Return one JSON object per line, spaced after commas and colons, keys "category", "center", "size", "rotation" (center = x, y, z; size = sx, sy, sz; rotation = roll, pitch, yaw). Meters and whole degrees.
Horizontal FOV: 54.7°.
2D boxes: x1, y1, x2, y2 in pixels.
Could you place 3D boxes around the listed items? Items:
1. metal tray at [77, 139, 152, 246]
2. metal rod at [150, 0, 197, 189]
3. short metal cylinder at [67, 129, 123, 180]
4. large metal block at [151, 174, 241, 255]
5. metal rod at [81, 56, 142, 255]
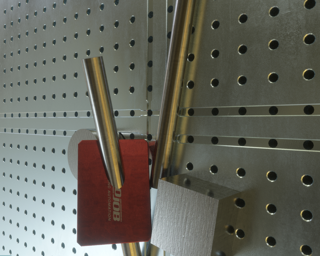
{"category": "metal tray", "center": [-0.060, 0.081, 0.404], "size": [0.030, 0.091, 0.129], "rotation": [123, 145, -73]}
{"category": "metal rod", "center": [0.019, -0.069, 0.393], "size": [0.025, 0.025, 0.298], "rotation": [14, 99, 39]}
{"category": "short metal cylinder", "center": [-0.096, 0.041, 0.473], "size": [0.080, 0.050, 0.079], "rotation": [0, 90, 40]}
{"category": "large metal block", "center": [0.040, 0.105, 0.360], "size": [0.080, 0.050, 0.079], "rotation": [12, 98, 39]}
{"category": "metal rod", "center": [-0.057, 0.060, 0.399], "size": [0.025, 0.025, 0.298], "rotation": [5, 111, 40]}
